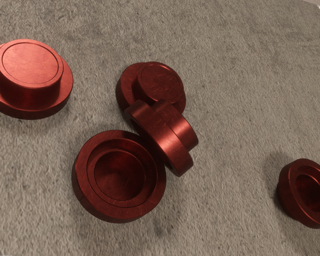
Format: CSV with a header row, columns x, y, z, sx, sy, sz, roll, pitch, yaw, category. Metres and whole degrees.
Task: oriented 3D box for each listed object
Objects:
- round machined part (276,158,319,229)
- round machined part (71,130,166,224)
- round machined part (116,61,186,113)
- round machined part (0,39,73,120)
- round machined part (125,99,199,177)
x,y,z,sx,sy,sz,roll,pitch,yaw,category
0.211,0.097,0.450,0.099,0.042,0.098,14,56,-21,round machined part
-0.046,0.054,0.336,0.099,0.042,0.098,14,56,-21,round machined part
-0.007,-0.051,0.422,0.099,0.042,0.098,14,56,-21,round machined part
-0.148,-0.061,0.351,0.099,0.042,0.098,14,56,-21,round machined part
0.006,0.005,0.354,0.042,0.098,0.098,-40,84,-9,round machined part
